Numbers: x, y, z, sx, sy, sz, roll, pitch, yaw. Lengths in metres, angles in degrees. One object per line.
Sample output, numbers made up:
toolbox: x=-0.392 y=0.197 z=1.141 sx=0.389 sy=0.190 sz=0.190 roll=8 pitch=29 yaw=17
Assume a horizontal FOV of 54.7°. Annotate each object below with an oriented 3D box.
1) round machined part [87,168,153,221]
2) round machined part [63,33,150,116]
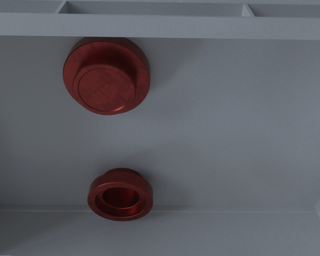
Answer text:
round machined part: x=-0.060 y=0.100 z=0.482 sx=0.099 sy=0.042 sz=0.097 roll=0 pitch=130 yaw=0
round machined part: x=-0.061 y=-0.053 z=0.352 sx=0.099 sy=0.042 sz=0.097 roll=0 pitch=130 yaw=0
